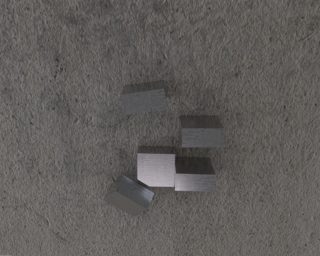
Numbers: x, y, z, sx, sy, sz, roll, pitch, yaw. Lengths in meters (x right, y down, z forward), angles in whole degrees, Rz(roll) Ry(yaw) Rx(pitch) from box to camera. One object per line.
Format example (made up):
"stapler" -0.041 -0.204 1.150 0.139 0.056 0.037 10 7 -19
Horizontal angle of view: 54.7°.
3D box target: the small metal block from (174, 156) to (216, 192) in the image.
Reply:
"small metal block" 0.045 0.061 0.419 0.050 0.050 0.025 2 110 -1

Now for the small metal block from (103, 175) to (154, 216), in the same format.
"small metal block" -0.044 0.096 0.431 0.050 0.025 0.050 33 143 -12

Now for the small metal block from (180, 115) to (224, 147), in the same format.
"small metal block" 0.052 0.003 0.398 0.050 0.050 0.025 0 110 0

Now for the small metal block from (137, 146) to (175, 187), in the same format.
"small metal block" -0.005 0.053 0.429 0.050 0.025 0.050 1 110 -1

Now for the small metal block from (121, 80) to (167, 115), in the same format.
"small metal block" -0.018 -0.039 0.382 0.050 0.050 0.025 -8 110 3
